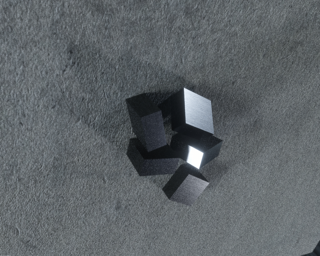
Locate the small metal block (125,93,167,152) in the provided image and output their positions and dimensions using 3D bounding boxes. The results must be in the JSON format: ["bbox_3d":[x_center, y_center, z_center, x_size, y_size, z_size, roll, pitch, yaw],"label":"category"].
[{"bbox_3d":[-0.017,-0.007,0.377,0.025,0.050,0.050,-21,127,-16],"label":"small metal block"}]

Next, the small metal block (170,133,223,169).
[{"bbox_3d":[0.049,0.025,0.422,0.050,0.050,0.025,-24,133,-46],"label":"small metal block"}]

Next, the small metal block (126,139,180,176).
[{"bbox_3d":[-0.010,0.037,0.408,0.050,0.050,0.025,1,118,-29],"label":"small metal block"}]

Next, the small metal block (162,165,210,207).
[{"bbox_3d":[0.041,0.091,0.485,0.050,0.025,0.050,28,103,-38],"label":"small metal block"}]

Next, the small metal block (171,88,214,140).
[{"bbox_3d":[0.042,-0.017,0.400,0.050,0.050,0.025,20,147,-36],"label":"small metal block"}]
